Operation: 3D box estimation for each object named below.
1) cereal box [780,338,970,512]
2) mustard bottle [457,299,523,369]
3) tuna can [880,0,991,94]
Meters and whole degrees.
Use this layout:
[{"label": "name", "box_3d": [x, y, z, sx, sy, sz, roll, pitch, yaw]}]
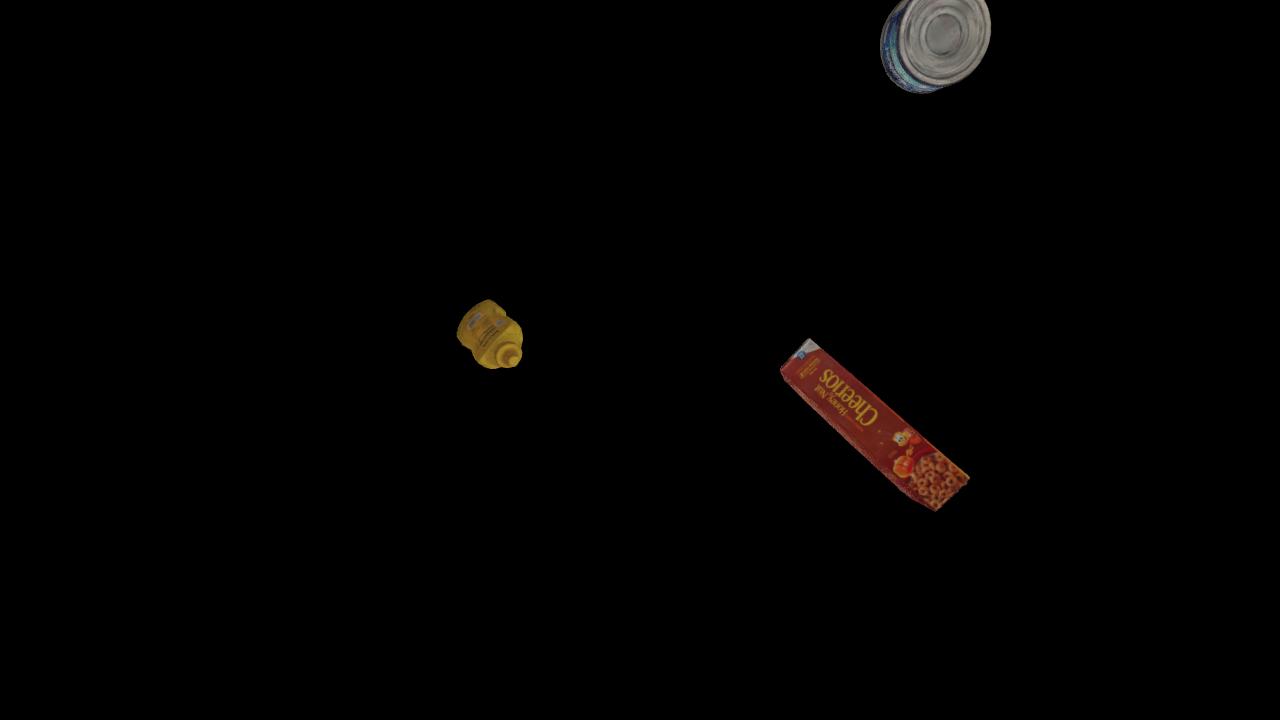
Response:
[{"label": "cereal box", "box_3d": [0.365, 0.101, 1.001, 0.306, 0.081, 0.203, 45, 6, 16]}, {"label": "mustard bottle", "box_3d": [-0.236, -0.033, 0.999, 0.184, 0.092, 0.054, 37, -11, 50]}, {"label": "tuna can", "box_3d": [0.254, -0.276, 0.529, 0.084, 0.084, 0.034, 0, 15, -4]}]
